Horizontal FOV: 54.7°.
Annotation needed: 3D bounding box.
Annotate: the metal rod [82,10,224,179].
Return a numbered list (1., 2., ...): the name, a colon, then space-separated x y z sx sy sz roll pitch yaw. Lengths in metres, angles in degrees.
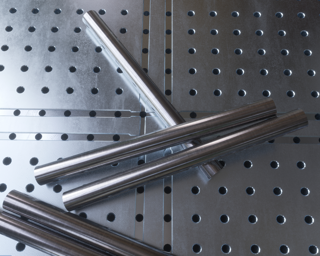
1. metal rod: -0.018 -0.056 0.431 0.025 0.025 0.300 -35 74 -12

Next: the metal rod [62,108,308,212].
1. metal rod: 0.029 0.039 0.374 0.301 0.025 0.025 -20 71 1

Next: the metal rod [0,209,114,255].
1. metal rod: -0.092 0.146 0.357 0.301 0.025 0.025 20 71 6

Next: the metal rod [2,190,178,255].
1. metal rod: -0.042 0.137 0.360 0.301 0.025 0.025 20 71 6

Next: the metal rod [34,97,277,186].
1. metal rod: -0.007 0.017 0.383 0.302 0.025 0.025 -17 71 2
